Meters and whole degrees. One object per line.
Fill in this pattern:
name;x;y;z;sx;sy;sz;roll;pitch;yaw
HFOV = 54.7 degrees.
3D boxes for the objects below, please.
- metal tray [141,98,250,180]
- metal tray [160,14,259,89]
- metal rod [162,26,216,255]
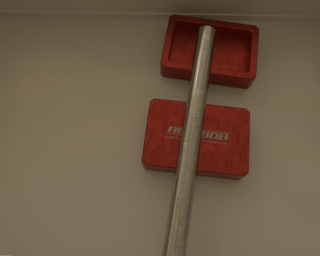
metal tray;0.047;0.014;0.402;0.131;0.030;0.090;6;70;2
metal tray;0.072;-0.111;0.448;0.131;0.030;0.090;9;70;3
metal rod;0.039;0.006;0.375;0.025;0.025;0.299;10;70;3
